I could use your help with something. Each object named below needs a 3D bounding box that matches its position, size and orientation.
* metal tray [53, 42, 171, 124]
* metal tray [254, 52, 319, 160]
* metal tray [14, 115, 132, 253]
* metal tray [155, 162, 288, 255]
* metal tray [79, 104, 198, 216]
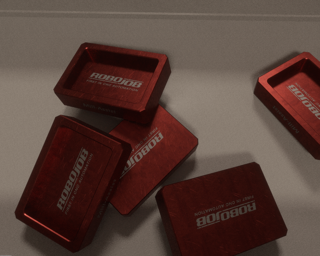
[{"bbox_3d":[-0.061,-0.063,0.409,0.130,0.030,0.090,13,64,18],"label":"metal tray"},{"bbox_3d":[0.202,-0.033,0.410,0.090,0.030,0.130,-30,64,-11],"label":"metal tray"},{"bbox_3d":[-0.099,0.061,0.354,0.090,0.030,0.129,24,92,15],"label":"metal tray"},{"bbox_3d":[0.070,0.098,0.355,0.131,0.030,0.090,-11,70,-20],"label":"metal tray"},{"bbox_3d":[-0.027,0.035,0.394,0.090,0.030,0.130,43,75,13],"label":"metal tray"}]
